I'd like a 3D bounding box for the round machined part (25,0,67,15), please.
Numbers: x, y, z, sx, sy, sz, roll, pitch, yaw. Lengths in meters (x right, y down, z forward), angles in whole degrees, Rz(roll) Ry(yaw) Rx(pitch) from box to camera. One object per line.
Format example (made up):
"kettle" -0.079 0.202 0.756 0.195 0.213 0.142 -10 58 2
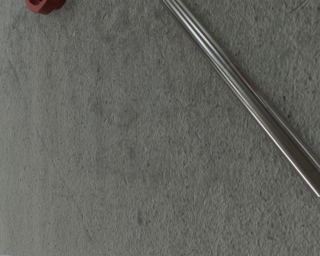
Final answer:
"round machined part" -0.201 -0.254 0.560 0.098 0.042 0.097 0 90 40

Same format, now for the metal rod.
"metal rod" 0.079 -0.059 0.339 0.025 0.025 0.299 -47 62 30
